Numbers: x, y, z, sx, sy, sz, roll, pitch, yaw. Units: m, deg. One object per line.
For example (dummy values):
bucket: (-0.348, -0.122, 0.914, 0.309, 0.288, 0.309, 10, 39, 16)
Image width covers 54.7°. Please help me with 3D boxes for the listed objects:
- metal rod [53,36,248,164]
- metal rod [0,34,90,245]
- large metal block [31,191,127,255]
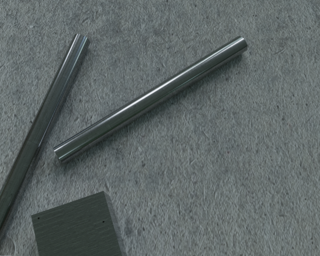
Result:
metal rod: (-0.004, -0.044, 0.424, 0.301, 0.025, 0.025, -33, 74, -12)
metal rod: (-0.157, 0.005, 0.404, 0.025, 0.025, 0.299, 16, 71, 5)
large metal block: (-0.087, 0.125, 0.348, 0.081, 0.050, 0.080, -18, 71, -7)
